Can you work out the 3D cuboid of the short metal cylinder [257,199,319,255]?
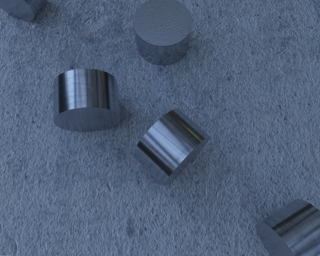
[{"bbox_3d":[0.151,0.125,0.334,0.050,0.080,0.080,-28,73,-10],"label":"short metal cylinder"}]

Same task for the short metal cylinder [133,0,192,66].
[{"bbox_3d":[0.004,-0.137,0.445,0.081,0.050,0.080,0,70,0],"label":"short metal cylinder"}]

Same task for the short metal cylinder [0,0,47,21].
[{"bbox_3d":[-0.208,-0.204,0.452,0.080,0.080,0.050,22,72,8],"label":"short metal cylinder"}]

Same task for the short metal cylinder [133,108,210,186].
[{"bbox_3d":[0.014,0.023,0.370,0.050,0.080,0.080,43,75,14],"label":"short metal cylinder"}]

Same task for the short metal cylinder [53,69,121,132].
[{"bbox_3d":[-0.092,-0.032,0.390,0.081,0.080,0.050,-7,70,-3],"label":"short metal cylinder"}]
